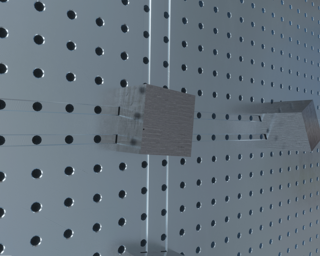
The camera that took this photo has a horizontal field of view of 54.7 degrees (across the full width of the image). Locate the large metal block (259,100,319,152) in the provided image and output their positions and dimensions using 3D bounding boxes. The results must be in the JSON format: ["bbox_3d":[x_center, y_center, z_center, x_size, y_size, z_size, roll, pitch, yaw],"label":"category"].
[{"bbox_3d":[0.246,-0.004,0.584,0.050,0.080,0.080,-36,113,-34],"label":"large metal block"}]

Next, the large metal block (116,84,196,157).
[{"bbox_3d":[-0.004,-0.007,0.391,0.081,0.050,0.080,8,85,-40],"label":"large metal block"}]

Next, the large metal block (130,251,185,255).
[{"bbox_3d":[0.001,0.208,0.396,0.081,0.050,0.080,17,80,-39],"label":"large metal block"}]
